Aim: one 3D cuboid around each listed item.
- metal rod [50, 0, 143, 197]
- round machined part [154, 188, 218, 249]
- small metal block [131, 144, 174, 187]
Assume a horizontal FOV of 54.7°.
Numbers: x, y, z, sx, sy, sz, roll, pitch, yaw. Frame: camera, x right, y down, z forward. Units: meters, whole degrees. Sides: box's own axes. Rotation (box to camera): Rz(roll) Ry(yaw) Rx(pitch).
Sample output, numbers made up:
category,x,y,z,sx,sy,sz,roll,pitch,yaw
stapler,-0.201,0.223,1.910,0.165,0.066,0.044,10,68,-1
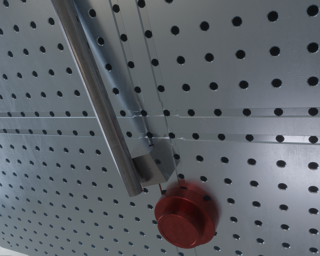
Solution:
category,x,y,z,sx,sy,sz,roll,pitch,yaw
metal rod,-0.082,-0.043,0.408,0.025,0.025,0.298,-9,109,32
round machined part,0.035,0.143,0.470,0.098,0.042,0.097,13,124,21
small metal block,-0.017,0.056,0.455,0.050,0.025,0.050,-19,108,35
